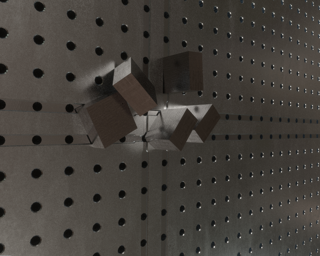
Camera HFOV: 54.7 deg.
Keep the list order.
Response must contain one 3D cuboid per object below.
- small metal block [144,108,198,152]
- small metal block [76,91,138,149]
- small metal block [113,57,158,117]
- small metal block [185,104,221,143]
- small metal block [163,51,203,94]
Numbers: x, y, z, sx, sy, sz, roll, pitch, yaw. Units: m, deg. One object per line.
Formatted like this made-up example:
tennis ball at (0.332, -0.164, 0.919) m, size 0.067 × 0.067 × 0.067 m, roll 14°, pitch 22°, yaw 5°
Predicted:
small metal block at (0.014, 0.002, 0.407) m, size 0.025 × 0.050 × 0.050 m, roll 45°, pitch 63°, yaw -31°
small metal block at (-0.061, -0.011, 0.360) m, size 0.050 × 0.025 × 0.050 m, roll -34°, pitch 111°, yaw -35°
small metal block at (-0.029, -0.050, 0.368) m, size 0.050 × 0.025 × 0.050 m, roll 50°, pitch 16°, yaw -29°
small metal block at (0.049, -0.007, 0.436) m, size 0.050 × 0.050 × 0.025 m, roll -52°, pitch 121°, yaw -27°
small metal block at (0.031, -0.074, 0.421) m, size 0.025 × 0.050 × 0.050 m, roll -4°, pitch 93°, yaw -40°
